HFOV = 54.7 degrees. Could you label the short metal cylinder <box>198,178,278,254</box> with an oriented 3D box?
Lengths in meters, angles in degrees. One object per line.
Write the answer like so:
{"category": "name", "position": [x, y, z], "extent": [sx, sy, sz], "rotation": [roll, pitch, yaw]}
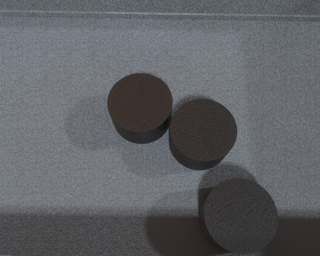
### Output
{"category": "short metal cylinder", "position": [0.088, 0.102, 0.360], "extent": [0.081, 0.050, 0.080], "rotation": [0, 70, 0]}

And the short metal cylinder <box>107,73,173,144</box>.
{"category": "short metal cylinder", "position": [-0.025, -0.024, 0.405], "extent": [0.081, 0.050, 0.080], "rotation": [0, 70, 0]}

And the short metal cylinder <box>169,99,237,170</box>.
{"category": "short metal cylinder", "position": [0.052, 0.009, 0.394], "extent": [0.081, 0.050, 0.080], "rotation": [0, 70, 0]}
